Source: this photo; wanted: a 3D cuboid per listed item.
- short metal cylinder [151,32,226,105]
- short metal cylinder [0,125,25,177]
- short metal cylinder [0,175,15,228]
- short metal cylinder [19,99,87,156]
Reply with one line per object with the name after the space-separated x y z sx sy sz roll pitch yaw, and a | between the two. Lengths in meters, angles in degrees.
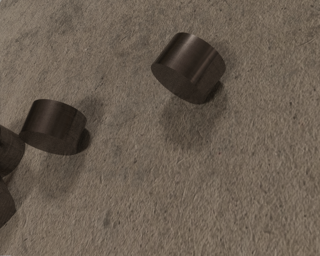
0.036 -0.074 0.394 0.080 0.080 0.050 27 77 37 | short metal cylinder
-0.270 0.036 0.505 0.080 0.050 0.080 -13 56 20 | short metal cylinder
-0.254 0.106 0.434 0.080 0.080 0.050 -47 52 -5 | short metal cylinder
-0.152 0.001 0.446 0.080 0.080 0.050 -2 61 27 | short metal cylinder
